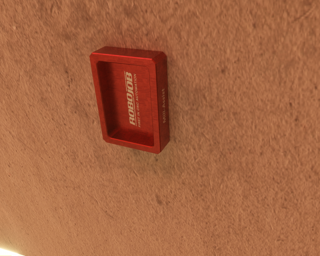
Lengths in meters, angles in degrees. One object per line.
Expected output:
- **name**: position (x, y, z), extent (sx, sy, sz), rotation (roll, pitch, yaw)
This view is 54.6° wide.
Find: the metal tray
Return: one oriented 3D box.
- **metal tray**: position (-0.036, -0.035, 0.401), extent (0.090, 0.030, 0.129), rotation (11, 123, 22)
